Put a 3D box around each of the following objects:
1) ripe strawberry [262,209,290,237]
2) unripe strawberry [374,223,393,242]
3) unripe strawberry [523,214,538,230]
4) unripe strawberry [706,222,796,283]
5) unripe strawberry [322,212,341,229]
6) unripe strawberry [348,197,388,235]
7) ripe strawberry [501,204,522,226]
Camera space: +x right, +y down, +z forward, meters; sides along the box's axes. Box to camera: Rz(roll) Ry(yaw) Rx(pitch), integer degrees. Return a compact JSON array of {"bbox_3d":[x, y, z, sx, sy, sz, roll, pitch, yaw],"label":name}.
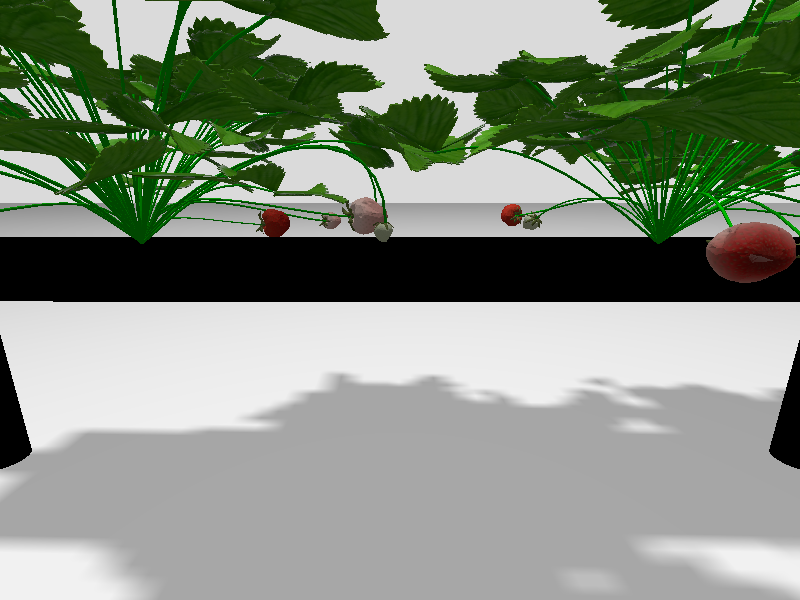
[{"bbox_3d":[-0.120,-0.075,0.390,0.026,0.028,0.024,-6,16,-23],"label":"ripe strawberry"},{"bbox_3d":[-0.013,-0.053,0.314,0.015,0.015,0.014,2,15,9],"label":"unripe strawberry"},{"bbox_3d":[0.154,-0.091,0.473,0.018,0.019,0.020,-8,-13,-28],"label":"unripe strawberry"},{"bbox_3d":[0.164,-0.021,0.187,0.032,0.029,0.029,6,17,20],"label":"unripe strawberry"},{"bbox_3d":[-0.080,-0.094,0.476,0.020,0.020,0.023,-13,20,-41],"label":"unripe strawberry"},{"bbox_3d":[-0.032,-0.087,0.414,0.038,0.038,0.042,-5,16,-20],"label":"unripe strawberry"},{"bbox_3d":[0.149,-0.114,0.540,0.028,0.030,0.030,-6,15,-20],"label":"ripe strawberry"}]
